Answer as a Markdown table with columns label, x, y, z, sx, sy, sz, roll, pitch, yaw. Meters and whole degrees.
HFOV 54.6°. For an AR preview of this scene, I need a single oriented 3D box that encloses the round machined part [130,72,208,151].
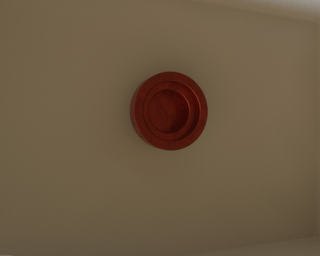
| label | x | y | z | sx | sy | sz | roll | pitch | yaw |
| --- | --- | --- | --- | --- | --- | --- | --- | --- | --- |
| round machined part | 0.008 | -0.021 | 0.401 | 0.099 | 0.042 | 0.097 | 0 | 90 | -20 |
